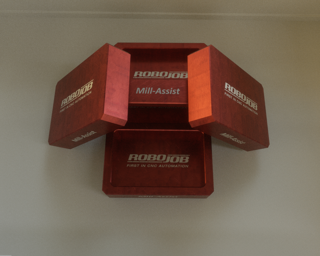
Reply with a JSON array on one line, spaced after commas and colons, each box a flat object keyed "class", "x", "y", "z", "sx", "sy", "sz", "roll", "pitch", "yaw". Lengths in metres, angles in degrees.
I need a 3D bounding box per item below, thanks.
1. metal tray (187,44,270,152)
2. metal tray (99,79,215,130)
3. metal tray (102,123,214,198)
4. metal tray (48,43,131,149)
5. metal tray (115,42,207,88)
[{"class": "metal tray", "x": 0.085, "y": -0.030, "z": 0.370, "sx": 0.030, "sy": 0.131, "sz": 0.090, "roll": -17, "pitch": 64, "yaw": 40}, {"class": "metal tray", "x": -0.003, "y": -0.026, "z": 0.383, "sx": 0.131, "sy": 0.090, "sz": 0.030, "roll": 1, "pitch": 70, "yaw": -1}, {"class": "metal tray", "x": -0.002, "y": 0.041, "z": 0.388, "sx": 0.131, "sy": 0.030, "sz": 0.090, "roll": 1, "pitch": 70, "yaw": -1}, {"class": "metal tray", "x": -0.087, "y": -0.032, "z": 0.370, "sx": 0.030, "sy": 0.130, "sz": 0.090, "roll": 18, "pitch": 64, "yaw": -39}, {"class": "metal tray", "x": 0.002, "y": -0.073, "z": 0.431, "sx": 0.131, "sy": 0.030, "sz": 0.090, "roll": 0, "pitch": 70, "yaw": -1}]
